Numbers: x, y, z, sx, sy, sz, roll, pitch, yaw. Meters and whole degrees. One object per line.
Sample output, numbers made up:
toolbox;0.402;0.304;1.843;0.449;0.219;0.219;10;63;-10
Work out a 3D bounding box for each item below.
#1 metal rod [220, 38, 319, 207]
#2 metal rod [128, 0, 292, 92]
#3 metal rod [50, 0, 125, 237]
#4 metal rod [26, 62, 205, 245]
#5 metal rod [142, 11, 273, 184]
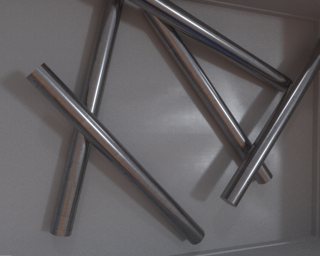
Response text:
metal rod;0.177;-0.018;0.452;0.025;0.025;0.300;40;75;-16
metal rod;0.071;-0.120;0.419;0.302;0.025;0.025;23;83;-26
metal rod;-0.087;-0.021;0.378;0.025;0.025;0.298;14;85;-20
metal rod;-0.039;0.046;0.377;0.025;0.025;0.300;-46;112;-14
metal rod;0.073;-0.040;0.438;0.025;0.025;0.299;-40;103;-16
